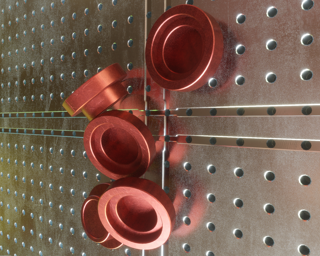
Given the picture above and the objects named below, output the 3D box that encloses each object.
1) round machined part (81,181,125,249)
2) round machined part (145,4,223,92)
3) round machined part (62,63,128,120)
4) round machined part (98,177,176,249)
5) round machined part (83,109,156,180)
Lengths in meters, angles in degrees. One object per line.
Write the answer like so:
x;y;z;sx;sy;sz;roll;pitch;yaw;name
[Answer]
-0.081;0.131;0.462;0.098;0.042;0.097;0;90;39;round machined part
0.032;-0.092;0.370;0.098;0.042;0.097;0;90;39;round machined part
-0.084;-0.045;0.437;0.098;0.098;0.042;-33;99;35;round machined part
-0.027;0.104;0.400;0.098;0.042;0.097;8;116;17;round machined part
-0.051;0.020;0.421;0.098;0.042;0.097;10;117;20;round machined part
